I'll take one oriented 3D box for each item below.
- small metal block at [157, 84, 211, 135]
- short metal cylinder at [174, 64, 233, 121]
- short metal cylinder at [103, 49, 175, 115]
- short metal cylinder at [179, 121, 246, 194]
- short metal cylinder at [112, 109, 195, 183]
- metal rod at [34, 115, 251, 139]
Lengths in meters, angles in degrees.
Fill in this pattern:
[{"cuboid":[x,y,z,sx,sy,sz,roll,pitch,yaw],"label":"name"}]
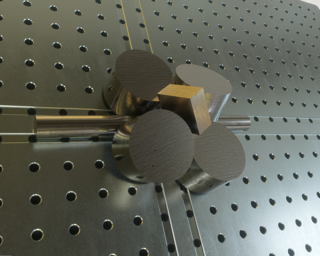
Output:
[{"cuboid":[0.029,-0.023,0.372,0.025,0.050,0.050,-41,128,-33],"label":"small metal block"},{"cuboid":[0.052,-0.047,0.427,0.081,0.050,0.080,14,34,-9],"label":"short metal cylinder"},{"cuboid":[-0.028,-0.055,0.406,0.081,0.050,0.080,14,56,-21],"label":"short metal cylinder"},{"cuboid":[0.061,0.038,0.397,0.081,0.050,0.080,14,56,-21],"label":"short metal cylinder"},{"cuboid":[-0.008,0.022,0.354,0.081,0.050,0.080,5,80,-28],"label":"short metal cylinder"},{"cuboid":[-0.001,-0.004,0.405,0.303,0.025,0.025,-2,63,-29],"label":"metal rod"}]
